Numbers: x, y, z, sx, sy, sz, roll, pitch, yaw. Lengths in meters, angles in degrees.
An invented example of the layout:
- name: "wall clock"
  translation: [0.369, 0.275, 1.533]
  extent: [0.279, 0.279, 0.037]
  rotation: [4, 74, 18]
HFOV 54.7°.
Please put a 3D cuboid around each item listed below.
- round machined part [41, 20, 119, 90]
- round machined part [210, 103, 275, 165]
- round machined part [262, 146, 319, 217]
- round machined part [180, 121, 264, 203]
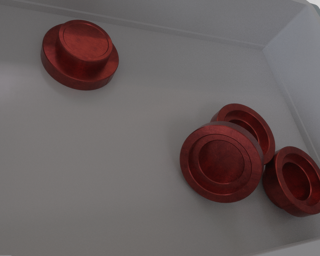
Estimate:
- name: "round machined part"
  translation: [-0.100, -0.101, 0.402]
  extent: [0.099, 0.042, 0.098]
  rotation: [14, 56, -21]
- name: "round machined part"
  translation: [0.112, 0.017, 0.444]
  extent: [0.099, 0.042, 0.098]
  rotation: [14, 56, -21]
- name: "round machined part"
  translation: [0.187, 0.079, 0.444]
  extent: [0.099, 0.042, 0.098]
  rotation: [15, 58, -24]
- name: "round machined part"
  translation: [0.078, 0.039, 0.382]
  extent: [0.098, 0.098, 0.042]
  rotation: [49, 29, 6]
